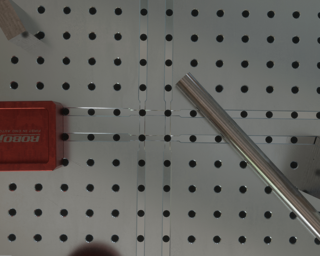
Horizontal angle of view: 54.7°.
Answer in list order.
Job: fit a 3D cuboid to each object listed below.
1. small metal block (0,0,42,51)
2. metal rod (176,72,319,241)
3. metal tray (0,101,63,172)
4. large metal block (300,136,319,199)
[{"bbox_3d":[-0.185,-0.133,0.398,0.025,0.050,0.050,-30,90,0],"label":"small metal block"},{"bbox_3d":[0.132,0.044,0.415,0.025,0.025,0.300,-43,91,0],"label":"metal rod"},{"bbox_3d":[-0.198,0.011,0.408,0.131,0.030,0.089,-1,90,-1],"label":"metal tray"},{"bbox_3d":[0.231,0.056,0.389,0.050,0.080,0.080,17,90,0],"label":"large metal block"}]
